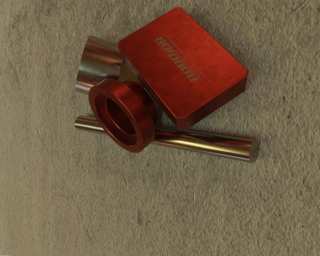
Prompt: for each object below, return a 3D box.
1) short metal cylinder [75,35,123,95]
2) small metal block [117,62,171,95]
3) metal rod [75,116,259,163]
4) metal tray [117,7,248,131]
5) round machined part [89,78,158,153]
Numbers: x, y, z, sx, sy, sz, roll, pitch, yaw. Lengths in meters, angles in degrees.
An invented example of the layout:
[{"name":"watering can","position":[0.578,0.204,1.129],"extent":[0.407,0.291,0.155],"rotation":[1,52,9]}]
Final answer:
[{"name":"short metal cylinder","position":[-0.082,-0.082,0.432],"extent":[0.080,0.050,0.080],"rotation":[-164,89,-79]},{"name":"small metal block","position":[-0.019,-0.063,0.404],"extent":[0.050,0.050,0.025],"rotation":[30,109,36]},{"name":"metal rod","position":[-0.016,0.008,0.420],"extent":[0.300,0.025,0.025],"rotation":[8,95,39]},{"name":"metal tray","position":[0.023,-0.071,0.351],"extent":[0.090,0.030,0.130],"rotation":[-34,63,-7]},{"name":"round machined part","position":[-0.041,-0.020,0.389],"extent":[0.098,0.042,0.097],"rotation":[35,148,26]}]
